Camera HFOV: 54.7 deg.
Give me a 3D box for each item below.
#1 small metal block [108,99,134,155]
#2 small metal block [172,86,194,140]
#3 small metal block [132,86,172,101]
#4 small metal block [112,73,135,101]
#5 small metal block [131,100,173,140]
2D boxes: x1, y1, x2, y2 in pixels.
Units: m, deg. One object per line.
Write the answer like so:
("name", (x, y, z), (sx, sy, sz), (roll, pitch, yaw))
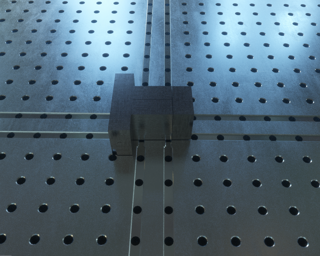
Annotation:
("small metal block", (-0.048, -0.001, 0.390), (0.025, 0.050, 0.050), (0, 50, 0))
("small metal block", (0.028, -0.020, 0.407), (0.025, 0.050, 0.050), (0, 50, 0))
("small metal block", (-0.010, -0.029, 0.415), (0.050, 0.050, 0.025), (0, 50, -1))
("small metal block", (-0.048, -0.039, 0.423), (0.025, 0.050, 0.050), (0, 50, 0))
("small metal block", (-0.010, -0.010, 0.399), (0.050, 0.050, 0.025), (0, 50, -1))
